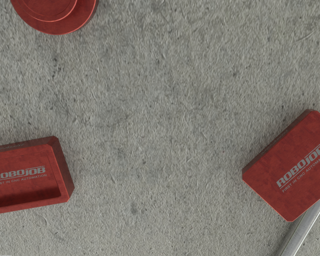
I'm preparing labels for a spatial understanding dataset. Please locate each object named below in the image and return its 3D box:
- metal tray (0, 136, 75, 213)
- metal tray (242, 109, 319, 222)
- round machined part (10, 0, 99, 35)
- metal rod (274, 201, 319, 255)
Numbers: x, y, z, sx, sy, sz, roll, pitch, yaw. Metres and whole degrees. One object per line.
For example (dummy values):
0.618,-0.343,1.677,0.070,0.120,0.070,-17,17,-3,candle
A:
-0.196,0.067,0.429,0.131,0.030,0.089,-10,110,3,metal tray
0.187,0.050,0.414,0.090,0.030,0.130,44,105,4,metal tray
-0.120,-0.153,0.342,0.099,0.042,0.097,0,110,-1,round machined part
0.211,0.159,0.471,0.025,0.025,0.298,17,109,-7,metal rod
